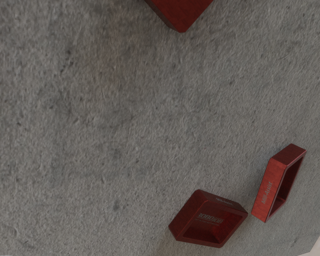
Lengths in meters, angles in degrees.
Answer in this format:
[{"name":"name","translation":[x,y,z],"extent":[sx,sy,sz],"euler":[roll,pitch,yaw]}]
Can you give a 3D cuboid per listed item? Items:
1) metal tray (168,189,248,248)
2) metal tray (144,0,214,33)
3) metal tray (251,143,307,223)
[{"name":"metal tray","translation":[0.090,0.167,0.558],"extent":[0.131,0.030,0.090],"euler":[26,104,-38]},{"name":"metal tray","translation":[0.034,-0.176,0.314],"extent":[0.130,0.030,0.090],"euler":[-48,129,5]},{"name":"metal tray","translation":[0.218,0.101,0.569],"extent":[0.091,0.030,0.129],"euler":[-21,129,-41]}]
